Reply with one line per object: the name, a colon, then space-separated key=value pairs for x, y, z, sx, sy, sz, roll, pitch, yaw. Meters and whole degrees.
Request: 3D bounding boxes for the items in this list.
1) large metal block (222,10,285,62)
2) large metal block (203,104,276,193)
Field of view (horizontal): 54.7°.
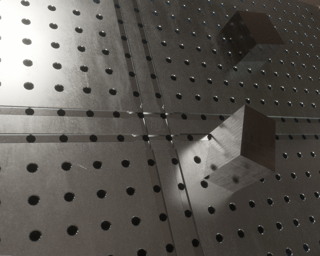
large metal block: x=0.180 y=-0.176 z=0.600 sx=0.081 sy=0.050 sz=0.080 roll=-9 pitch=66 yaw=-32
large metal block: x=0.106 y=0.029 z=0.414 sx=0.050 sy=0.080 sz=0.080 roll=26 pitch=52 yaw=-13
